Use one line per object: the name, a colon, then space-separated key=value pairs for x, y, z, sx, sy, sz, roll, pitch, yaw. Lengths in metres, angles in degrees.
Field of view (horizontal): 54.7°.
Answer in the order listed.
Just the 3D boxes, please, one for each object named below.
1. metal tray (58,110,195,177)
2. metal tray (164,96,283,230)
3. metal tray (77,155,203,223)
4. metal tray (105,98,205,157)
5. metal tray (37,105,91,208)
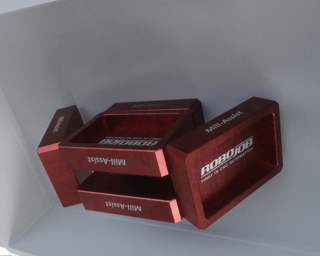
metal tray: x=-0.036 y=0.013 z=0.352 sx=0.130 sy=0.090 sz=0.030 roll=0 pitch=118 yaw=28
metal tray: x=0.073 y=0.033 z=0.322 sx=0.030 sy=0.131 sz=0.089 roll=23 pitch=134 yaw=52
metal tray: x=-0.022 y=0.066 z=0.378 sx=0.130 sy=0.090 sz=0.030 roll=0 pitch=118 yaw=28
metal tray: x=-0.004 y=0.010 z=0.412 sx=0.130 sy=0.030 sz=0.089 roll=-1 pitch=118 yaw=28
metal tray: x=-0.123 y=0.033 z=0.426 sx=0.030 sy=0.130 sz=0.089 roll=-15 pitch=116 yaw=0
